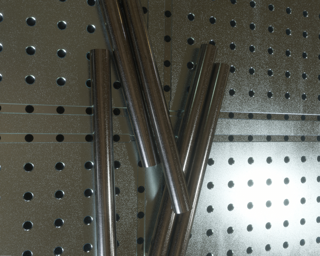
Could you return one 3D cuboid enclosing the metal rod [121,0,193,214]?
[{"bbox_3d":[-0.007,-0.040,0.396,0.025,0.025,0.298,-14,89,-20],"label":"metal rod"}]

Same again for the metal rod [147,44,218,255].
[{"bbox_3d":[0.032,0.029,0.425,0.025,0.025,0.299,16,84,-20],"label":"metal rod"}]

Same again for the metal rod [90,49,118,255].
[{"bbox_3d":[-0.070,0.053,0.387,0.025,0.025,0.298,-2,91,-20],"label":"metal rod"}]

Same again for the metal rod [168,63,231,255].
[{"bbox_3d":[0.052,0.054,0.433,0.025,0.025,0.299,16,84,-20],"label":"metal rod"}]

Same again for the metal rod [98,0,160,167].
[{"bbox_3d":[-0.048,-0.096,0.395,0.025,0.025,0.298,-16,96,-20],"label":"metal rod"}]
